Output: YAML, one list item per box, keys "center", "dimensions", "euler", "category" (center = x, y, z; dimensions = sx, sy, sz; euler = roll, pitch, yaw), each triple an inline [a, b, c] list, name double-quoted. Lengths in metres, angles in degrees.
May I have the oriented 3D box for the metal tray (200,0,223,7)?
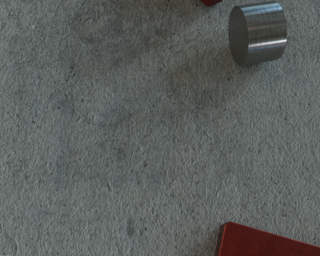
- center: [0.056, -0.260, 0.466]
  dimensions: [0.030, 0.089, 0.130]
  euler: [-33, 73, -32]
  category: "metal tray"

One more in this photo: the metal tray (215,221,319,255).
- center: [0.126, 0.167, 0.345]
  dimensions: [0.131, 0.030, 0.090]
  euler: [15, 71, 5]
  category: "metal tray"

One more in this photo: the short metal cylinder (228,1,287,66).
- center: [0.131, -0.130, 0.427]
  dimensions: [0.050, 0.080, 0.080]
  euler: [-10, 70, -3]
  category: "short metal cylinder"
